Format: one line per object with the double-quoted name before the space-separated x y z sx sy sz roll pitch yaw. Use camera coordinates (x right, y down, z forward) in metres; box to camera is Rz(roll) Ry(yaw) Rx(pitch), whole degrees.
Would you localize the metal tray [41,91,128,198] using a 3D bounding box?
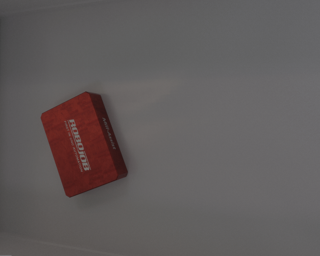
"metal tray" -0.111 0.024 0.448 0.090 0.030 0.130 -23 82 18
